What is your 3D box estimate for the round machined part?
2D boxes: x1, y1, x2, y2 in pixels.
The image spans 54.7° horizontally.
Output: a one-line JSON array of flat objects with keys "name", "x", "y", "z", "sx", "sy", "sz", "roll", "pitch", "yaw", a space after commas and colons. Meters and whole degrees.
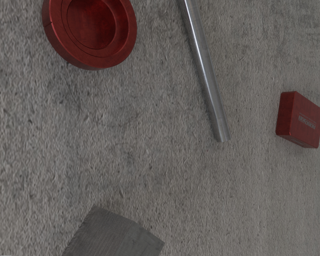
[{"name": "round machined part", "x": -0.077, "y": -0.110, "z": 0.329, "sx": 0.099, "sy": 0.042, "sz": 0.097, "roll": 0, "pitch": 90, "yaw": -40}]

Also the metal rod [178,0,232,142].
[{"name": "metal rod", "x": 0.057, "y": -0.120, "z": 0.452, "sx": 0.025, "sy": 0.025, "sz": 0.298, "roll": -28, "pitch": 108, "yaw": -36}]

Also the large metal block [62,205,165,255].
[{"name": "large metal block", "x": -0.055, "y": 0.135, "z": 0.323, "sx": 0.050, "sy": 0.080, "sz": 0.080, "roll": 46, "pitch": 63, "yaw": -31}]

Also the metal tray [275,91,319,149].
[{"name": "metal tray", "x": 0.293, "y": -0.014, "z": 0.647, "sx": 0.131, "sy": 0.030, "sz": 0.090, "roll": 19, "pitch": 78, "yaw": -38}]
